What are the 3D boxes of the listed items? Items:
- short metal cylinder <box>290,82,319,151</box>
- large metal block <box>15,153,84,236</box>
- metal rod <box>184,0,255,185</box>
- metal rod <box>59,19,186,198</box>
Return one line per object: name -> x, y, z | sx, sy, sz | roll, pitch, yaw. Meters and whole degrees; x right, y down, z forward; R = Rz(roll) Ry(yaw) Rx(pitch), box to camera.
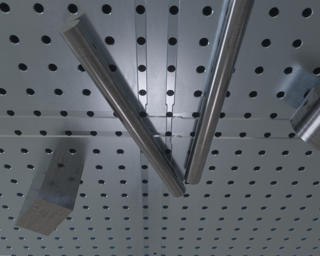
short metal cylinder -> 0.206, -0.011, 0.369 | 0.081, 0.080, 0.050 | 13, 129, -11
large metal block -> -0.162, 0.099, 0.458 | 0.050, 0.080, 0.080 | 30, 124, -23
metal rod -> 0.067, -0.035, 0.382 | 0.025, 0.025, 0.298 | 5, 130, -4
metal rod -> -0.032, -0.002, 0.409 | 0.025, 0.025, 0.299 | -19, 128, 15
